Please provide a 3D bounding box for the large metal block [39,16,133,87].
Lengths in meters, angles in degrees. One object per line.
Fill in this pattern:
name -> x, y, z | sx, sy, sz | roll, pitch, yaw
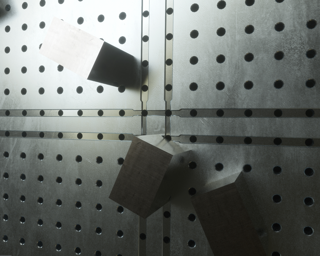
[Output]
large metal block -> -0.096, -0.099, 0.416 | 0.080, 0.080, 0.050 | 30, 100, 17

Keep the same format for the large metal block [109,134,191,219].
large metal block -> -0.009, 0.055, 0.386 | 0.050, 0.080, 0.080 | 26, 98, 18

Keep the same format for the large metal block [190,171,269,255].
large metal block -> 0.083, 0.101, 0.354 | 0.050, 0.080, 0.080 | -25, 82, 18
